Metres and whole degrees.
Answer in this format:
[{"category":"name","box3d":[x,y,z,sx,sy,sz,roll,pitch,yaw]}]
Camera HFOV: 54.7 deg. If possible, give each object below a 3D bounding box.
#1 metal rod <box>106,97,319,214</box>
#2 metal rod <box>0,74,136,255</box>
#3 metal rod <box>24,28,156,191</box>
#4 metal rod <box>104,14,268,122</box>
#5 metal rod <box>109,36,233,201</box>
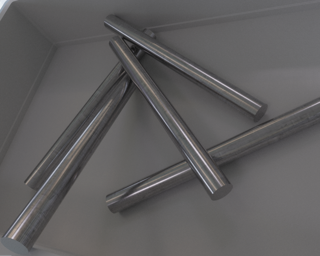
[{"category":"metal rod","box3d":[0.073,0.028,0.350,0.300,0.025,0.025,-26,53,11]},{"category":"metal rod","box3d":[-0.078,0.006,0.366,0.025,0.025,0.301,-7,34,25]},{"category":"metal rod","box3d":[-0.102,-0.035,0.480,0.025,0.025,0.300,27,76,37]},{"category":"metal rod","box3d":[0.017,-0.097,0.435,0.025,0.025,0.300,-48,58,-5]},{"category":"metal rod","box3d":[-0.004,-0.035,0.395,0.025,0.025,0.300,-36,52,4]}]
